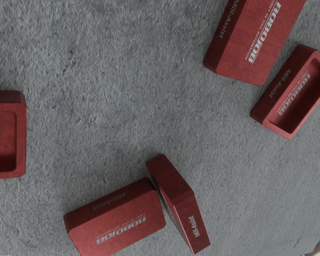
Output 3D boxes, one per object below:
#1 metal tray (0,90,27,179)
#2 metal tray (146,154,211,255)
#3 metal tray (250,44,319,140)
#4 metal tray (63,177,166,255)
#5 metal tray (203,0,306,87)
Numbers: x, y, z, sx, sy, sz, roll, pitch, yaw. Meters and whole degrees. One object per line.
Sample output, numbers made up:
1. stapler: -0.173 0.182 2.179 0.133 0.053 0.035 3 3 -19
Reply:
1. metal tray: -0.201 0.009 0.298 0.131 0.030 0.089 -2 119 -28
2. metal tray: 0.027 0.110 0.447 0.030 0.090 0.129 -28 128 -11
3. metal tray: 0.212 -0.052 0.486 0.091 0.030 0.129 23 106 -37
4. metal tray: -0.062 0.137 0.455 0.131 0.030 0.089 -23 127 -14
5. metal tray: 0.120 -0.125 0.392 0.091 0.030 0.129 8 114 -32
